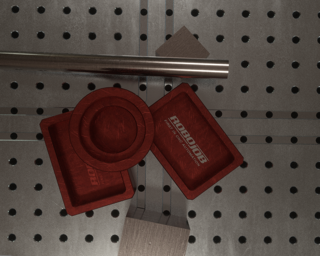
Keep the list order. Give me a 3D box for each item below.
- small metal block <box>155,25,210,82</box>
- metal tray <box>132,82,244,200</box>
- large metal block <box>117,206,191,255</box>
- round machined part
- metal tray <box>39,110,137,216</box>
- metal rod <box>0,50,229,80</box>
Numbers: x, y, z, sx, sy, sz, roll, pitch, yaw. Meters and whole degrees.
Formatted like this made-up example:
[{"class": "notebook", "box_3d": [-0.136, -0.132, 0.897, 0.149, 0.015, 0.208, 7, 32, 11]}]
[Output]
[{"class": "small metal block", "box_3d": [0.029, -0.098, 0.414, 0.050, 0.025, 0.050, -42, 91, 0]}, {"class": "metal tray", "box_3d": [0.035, 0.017, 0.411, 0.090, 0.030, 0.130, -37, 90, -1]}, {"class": "large metal block", "box_3d": [-0.011, 0.155, 0.401, 0.080, 0.050, 0.080, 12, 90, -1]}, {"class": "round machined part", "box_3d": [-0.055, 0.002, 0.374, 0.099, 0.042, 0.097, 0, 90, -1]}, {"class": "metal tray", "box_3d": [-0.093, 0.039, 0.409, 0.090, 0.030, 0.129, -17, 90, -1]}, {"class": "metal rod", "box_3d": [-0.067, -0.081, 0.396, 0.302, 0.025, 0.025, 4, 90, 6]}]
